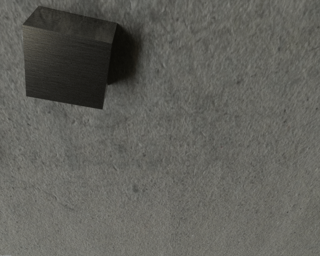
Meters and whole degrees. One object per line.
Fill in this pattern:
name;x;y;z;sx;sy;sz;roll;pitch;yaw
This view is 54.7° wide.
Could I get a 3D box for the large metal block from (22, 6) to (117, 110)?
large metal block;-0.093;-0.072;0.328;0.081;0.050;0.079;10;130;-9
